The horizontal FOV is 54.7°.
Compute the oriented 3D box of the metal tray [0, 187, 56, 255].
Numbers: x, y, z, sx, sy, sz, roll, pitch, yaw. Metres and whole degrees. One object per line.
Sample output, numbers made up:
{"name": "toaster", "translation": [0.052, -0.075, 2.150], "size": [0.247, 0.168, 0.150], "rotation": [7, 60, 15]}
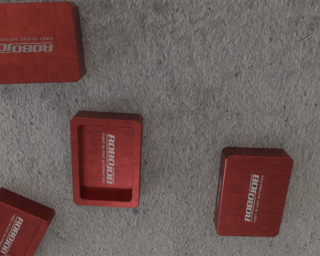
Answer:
{"name": "metal tray", "translation": [-0.227, 0.163, 0.464], "size": [0.090, 0.030, 0.129], "rotation": [27, 108, -10]}

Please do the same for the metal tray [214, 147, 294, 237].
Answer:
{"name": "metal tray", "translation": [0.130, 0.093, 0.442], "size": [0.091, 0.030, 0.129], "rotation": [2, 110, -1]}

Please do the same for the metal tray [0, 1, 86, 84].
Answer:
{"name": "metal tray", "translation": [-0.161, -0.100, 0.369], "size": [0.131, 0.030, 0.089], "rotation": [-2, 110, 0]}

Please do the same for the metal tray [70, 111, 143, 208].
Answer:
{"name": "metal tray", "translation": [-0.071, 0.044, 0.422], "size": [0.091, 0.030, 0.129], "rotation": [3, 110, -2]}
